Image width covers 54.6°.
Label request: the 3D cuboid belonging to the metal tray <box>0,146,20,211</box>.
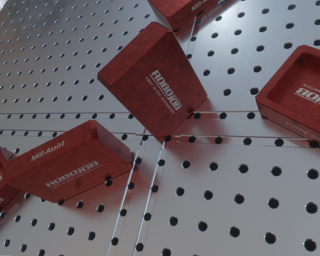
[{"bbox_3d":[-0.280,0.102,0.491,0.130,0.030,0.090,-48,51,-6],"label":"metal tray"}]

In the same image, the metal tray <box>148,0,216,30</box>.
[{"bbox_3d":[0.051,-0.232,0.522,0.130,0.030,0.090,-36,51,4],"label":"metal tray"}]

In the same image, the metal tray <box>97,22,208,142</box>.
[{"bbox_3d":[-0.002,-0.049,0.373,0.090,0.130,0.030,-45,51,-2],"label":"metal tray"}]

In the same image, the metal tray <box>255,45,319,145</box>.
[{"bbox_3d":[0.181,-0.029,0.327,0.090,0.030,0.130,-49,51,-6],"label":"metal tray"}]

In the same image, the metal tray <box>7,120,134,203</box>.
[{"bbox_3d":[-0.112,0.048,0.397,0.130,0.090,0.030,-26,53,12],"label":"metal tray"}]
